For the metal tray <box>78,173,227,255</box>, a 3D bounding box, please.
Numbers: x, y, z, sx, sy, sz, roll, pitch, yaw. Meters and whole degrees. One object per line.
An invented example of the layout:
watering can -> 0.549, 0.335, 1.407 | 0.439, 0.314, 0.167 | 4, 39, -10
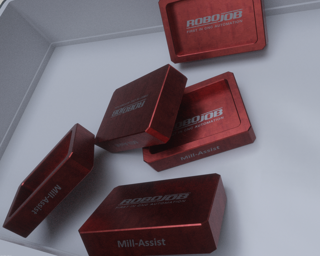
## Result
metal tray -> -0.004, 0.087, 0.316 | 0.130, 0.030, 0.090 | -11, 16, 21

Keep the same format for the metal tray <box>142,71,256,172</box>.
metal tray -> 0.041, -0.008, 0.384 | 0.130, 0.030, 0.090 | -19, 54, 16

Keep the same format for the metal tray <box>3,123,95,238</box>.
metal tray -> -0.137, 0.063, 0.394 | 0.130, 0.030, 0.090 | -45, 24, 11

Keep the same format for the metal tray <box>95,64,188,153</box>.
metal tray -> -0.029, -0.020, 0.394 | 0.130, 0.030, 0.090 | -14, 52, 51

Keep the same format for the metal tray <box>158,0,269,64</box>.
metal tray -> 0.071, -0.142, 0.413 | 0.130, 0.089, 0.030 | -4, 22, 26
